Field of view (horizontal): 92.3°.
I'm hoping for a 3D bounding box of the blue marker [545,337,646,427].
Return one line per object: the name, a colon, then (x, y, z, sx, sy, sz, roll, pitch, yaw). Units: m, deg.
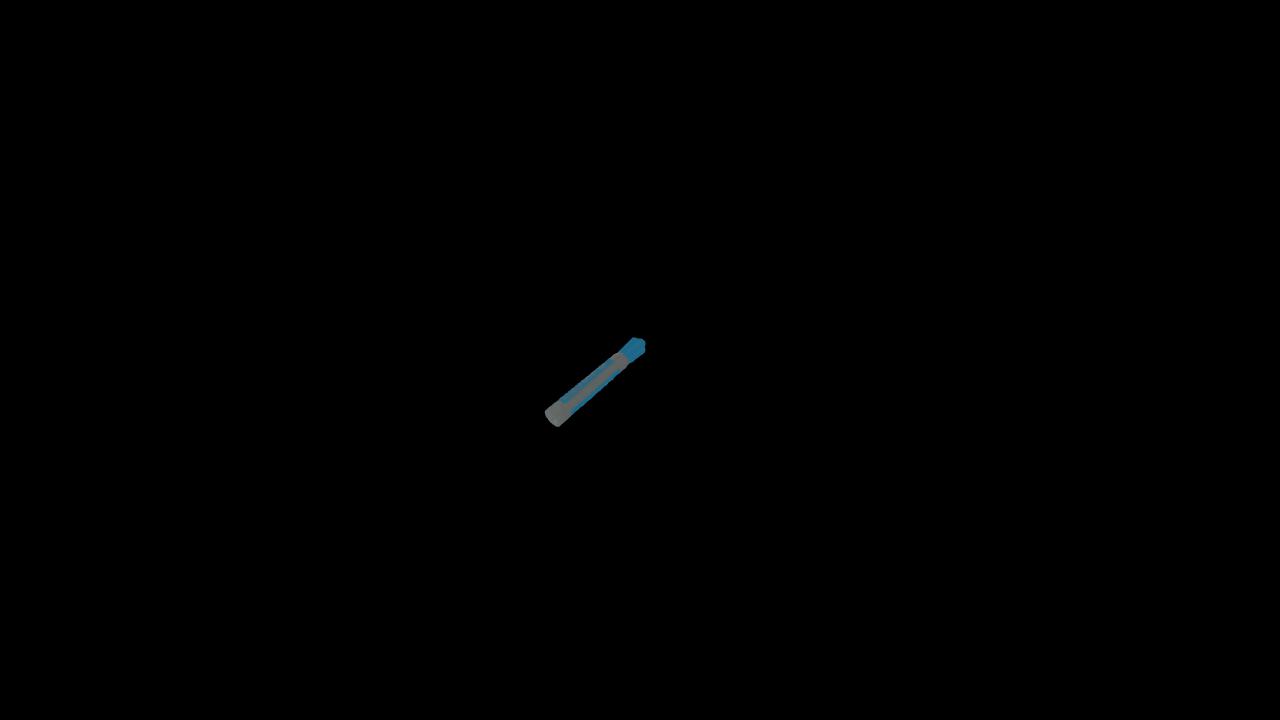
blue marker: (-0.037, 0.017, 0.565, 0.121, 0.020, 0.020, -41, 23, -29)
